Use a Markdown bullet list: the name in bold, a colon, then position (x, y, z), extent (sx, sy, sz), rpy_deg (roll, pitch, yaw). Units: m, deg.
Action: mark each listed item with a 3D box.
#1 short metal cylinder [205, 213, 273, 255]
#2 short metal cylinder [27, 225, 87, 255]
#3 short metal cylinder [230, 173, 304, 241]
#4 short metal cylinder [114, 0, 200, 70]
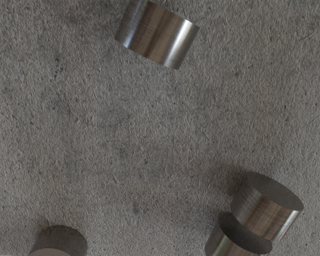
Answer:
- **short metal cylinder**: position (0.111, 0.169, 0.443), extent (0.080, 0.080, 0.050), rpy_deg (19, 109, -7)
- **short metal cylinder**: position (-0.155, 0.196, 0.467), extent (0.081, 0.050, 0.079), rpy_deg (0, 110, 0)
- **short metal cylinder**: position (0.143, 0.105, 0.420), extent (0.080, 0.080, 0.050), rpy_deg (22, 109, -8)
- **short metal cylinder**: position (-0.003, -0.105, 0.341), extent (0.080, 0.080, 0.050), rpy_deg (24, 108, -9)
